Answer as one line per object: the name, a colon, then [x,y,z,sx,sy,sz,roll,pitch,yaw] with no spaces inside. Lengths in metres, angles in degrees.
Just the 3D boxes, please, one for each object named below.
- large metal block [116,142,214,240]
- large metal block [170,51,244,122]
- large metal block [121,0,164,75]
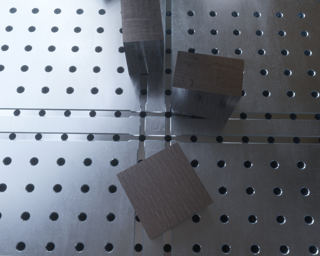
large metal block: [0.005,0.076,0.371,0.080,0.050,0.080,-28,73,-10]
large metal block: [0.058,-0.051,0.402,0.080,0.080,0.050,8,70,3]
large metal block: [-0.024,-0.131,0.430,0.050,0.080,0.080,-5,70,-2]
